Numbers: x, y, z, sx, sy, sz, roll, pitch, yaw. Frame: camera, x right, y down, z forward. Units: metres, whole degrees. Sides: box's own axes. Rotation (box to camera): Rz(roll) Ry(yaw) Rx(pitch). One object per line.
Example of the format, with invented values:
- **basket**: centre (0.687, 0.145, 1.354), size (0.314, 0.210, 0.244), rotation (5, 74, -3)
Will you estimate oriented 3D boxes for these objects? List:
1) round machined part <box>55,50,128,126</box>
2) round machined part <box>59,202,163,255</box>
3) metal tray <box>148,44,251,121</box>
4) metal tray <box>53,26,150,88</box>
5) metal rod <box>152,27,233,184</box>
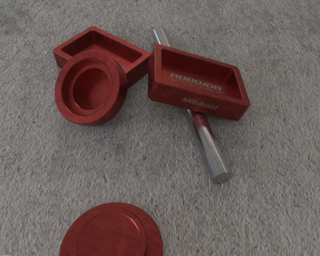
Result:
- **round machined part**: centre (-0.087, -0.050, 0.413), size (0.098, 0.042, 0.098), rotation (-3, 80, 21)
- **round machined part**: centre (-0.046, 0.115, 0.295), size (0.099, 0.042, 0.098), rotation (0, 50, 0)
- **metal tray**: centre (0.051, -0.063, 0.422), size (0.131, 0.030, 0.090), rotation (13, 44, -14)
- **metal tray**: centre (-0.090, -0.108, 0.490), size (0.130, 0.030, 0.090), rotation (30, 56, 23)
- **metal rod**: centre (0.035, -0.054, 0.448), size (0.025, 0.025, 0.300), rotation (-11, 51, -9)
